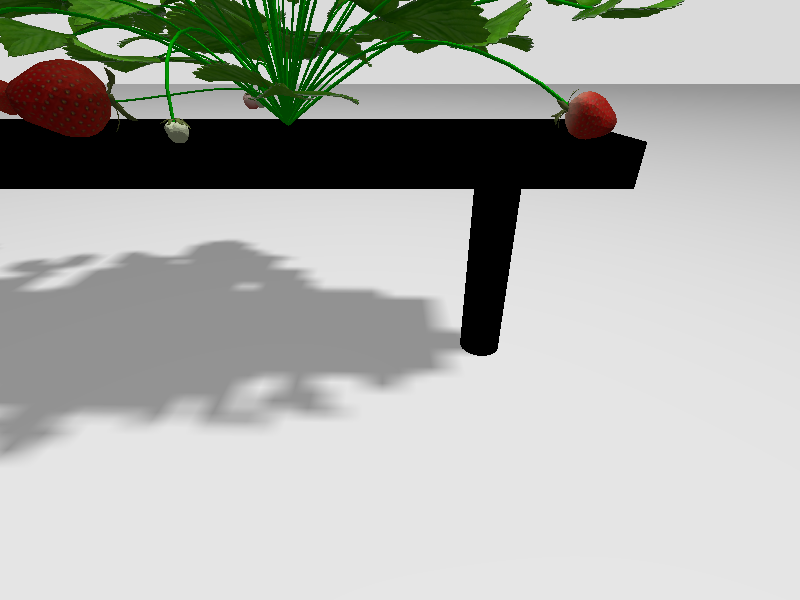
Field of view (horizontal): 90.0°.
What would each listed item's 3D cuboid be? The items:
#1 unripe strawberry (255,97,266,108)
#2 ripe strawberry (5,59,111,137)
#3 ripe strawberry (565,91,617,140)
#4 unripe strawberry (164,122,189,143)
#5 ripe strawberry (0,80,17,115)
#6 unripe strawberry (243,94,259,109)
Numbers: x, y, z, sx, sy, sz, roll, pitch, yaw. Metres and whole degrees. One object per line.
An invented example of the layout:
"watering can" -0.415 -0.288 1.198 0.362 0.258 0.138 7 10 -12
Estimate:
"unripe strawberry" -0.148 -0.210 0.425 0.011 0.011 0.010 -13 32 -21
"ripe strawberry" -0.205 -0.122 0.243 0.049 0.042 0.049 -19 35 -29
"ripe strawberry" 0.114 -0.110 0.241 0.030 0.025 0.030 27 36 10
"unripe strawberry" -0.105 -0.079 0.188 0.011 0.010 0.010 3 30 5
"ripe strawberry" -0.392 -0.204 0.405 0.032 0.031 0.030 -18 34 -30
"unripe strawberry" -0.166 -0.224 0.451 0.019 0.017 0.017 -14 -25 -23
